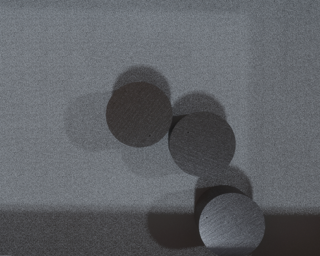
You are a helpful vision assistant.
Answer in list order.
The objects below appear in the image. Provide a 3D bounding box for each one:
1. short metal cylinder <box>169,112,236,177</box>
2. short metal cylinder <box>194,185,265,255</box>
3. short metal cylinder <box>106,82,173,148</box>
[{"bbox_3d":[0.052,0.020,0.400,0.081,0.050,0.079,0,90,-1],"label":"short metal cylinder"},{"bbox_3d":[0.087,0.118,0.400,0.081,0.050,0.079,0,90,-1],"label":"short metal cylinder"},{"bbox_3d":[-0.025,-0.016,0.399,0.081,0.050,0.079,0,90,-1],"label":"short metal cylinder"}]
